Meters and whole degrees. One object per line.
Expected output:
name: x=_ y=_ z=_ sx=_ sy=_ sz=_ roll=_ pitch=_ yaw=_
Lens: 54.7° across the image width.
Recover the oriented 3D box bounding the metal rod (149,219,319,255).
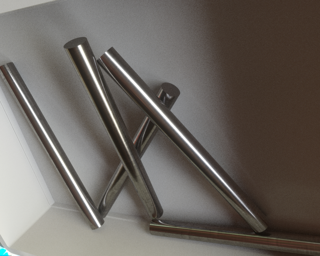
metal rod: x=0.124 y=0.152 z=0.427 sx=0.300 sy=0.025 sz=0.025 roll=-2 pitch=117 yaw=26

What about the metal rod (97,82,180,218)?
metal rod: x=-0.047 y=0.053 z=0.466 sx=0.025 sy=0.025 sz=0.298 roll=35 pitch=129 yaw=5

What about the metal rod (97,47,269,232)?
metal rod: x=0.037 y=0.024 z=0.380 sx=0.025 sy=0.025 sz=0.300 roll=-32 pitch=108 yaw=38

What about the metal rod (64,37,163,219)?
metal rod: x=-0.047 y=0.025 z=0.407 sx=0.025 sy=0.025 sz=0.299 roll=3 pitch=133 yaw=27

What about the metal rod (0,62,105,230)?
metal rod: x=-0.172 y=0.036 z=0.504 sx=0.025 sy=0.025 sz=0.299 roll=-19 pitch=103 yaw=35
